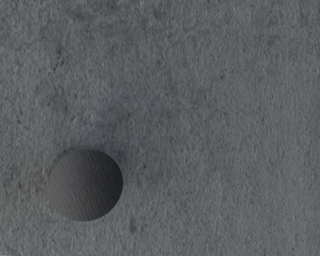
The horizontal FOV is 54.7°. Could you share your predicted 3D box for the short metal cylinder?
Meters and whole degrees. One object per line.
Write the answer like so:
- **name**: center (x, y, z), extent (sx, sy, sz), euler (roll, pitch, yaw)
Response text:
- **short metal cylinder**: center (-0.089, 0.063, 0.364), extent (0.081, 0.050, 0.079), euler (0, 90, -21)
